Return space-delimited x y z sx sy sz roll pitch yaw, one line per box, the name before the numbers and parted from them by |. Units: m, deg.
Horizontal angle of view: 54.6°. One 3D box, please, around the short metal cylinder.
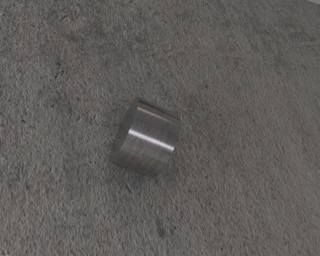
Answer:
short metal cylinder | -0.018 0.011 0.352 0.050 0.080 0.080 24 53 -14
